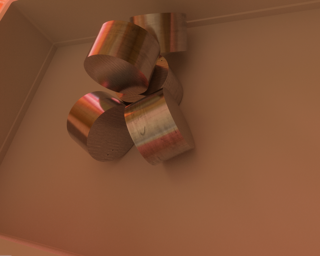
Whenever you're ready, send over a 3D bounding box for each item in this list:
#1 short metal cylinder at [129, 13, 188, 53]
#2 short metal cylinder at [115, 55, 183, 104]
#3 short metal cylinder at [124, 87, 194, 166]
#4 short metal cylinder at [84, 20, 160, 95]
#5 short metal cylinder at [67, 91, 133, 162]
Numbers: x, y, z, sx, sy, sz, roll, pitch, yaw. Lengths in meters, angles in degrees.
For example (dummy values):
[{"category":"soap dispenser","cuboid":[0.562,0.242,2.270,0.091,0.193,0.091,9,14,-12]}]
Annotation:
[{"category":"short metal cylinder","cuboid":[-0.001,-0.133,0.443,0.080,0.080,0.050,4,106,30]},{"category":"short metal cylinder","cuboid":[-0.015,-0.056,0.429,0.080,0.050,0.080,-13,56,21]},{"category":"short metal cylinder","cuboid":[0.001,-0.002,0.369,0.050,0.080,0.080,-26,53,13]},{"category":"short metal cylinder","cuboid":[-0.045,-0.083,0.379,0.080,0.080,0.050,3,64,30]},{"category":"short metal cylinder","cuboid":[-0.074,-0.002,0.408,0.050,0.080,0.080,33,80,38]}]
